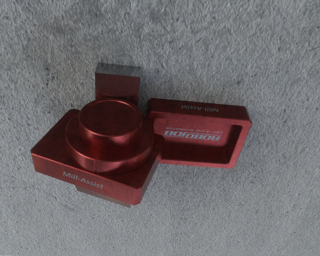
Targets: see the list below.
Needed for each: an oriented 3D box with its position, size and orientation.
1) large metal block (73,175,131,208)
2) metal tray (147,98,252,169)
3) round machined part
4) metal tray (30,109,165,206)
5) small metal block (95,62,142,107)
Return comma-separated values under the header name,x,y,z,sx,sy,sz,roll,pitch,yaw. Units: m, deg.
name,x,y,z,sx,sy,sz,roll,pitch,yaw
large metal block,-0.070,0.057,0.415,0.080,0.050,0.080,16,144,9
metal tray,0.045,0.010,0.414,0.131,0.030,0.089,5,130,-5
round machined part,-0.055,0.002,0.347,0.099,0.098,0.042,5,130,-5
metal tray,-0.069,0.029,0.368,0.131,0.090,0.030,17,131,9
small metal block,-0.050,-0.048,0.368,0.050,0.025,0.050,5,130,-5
